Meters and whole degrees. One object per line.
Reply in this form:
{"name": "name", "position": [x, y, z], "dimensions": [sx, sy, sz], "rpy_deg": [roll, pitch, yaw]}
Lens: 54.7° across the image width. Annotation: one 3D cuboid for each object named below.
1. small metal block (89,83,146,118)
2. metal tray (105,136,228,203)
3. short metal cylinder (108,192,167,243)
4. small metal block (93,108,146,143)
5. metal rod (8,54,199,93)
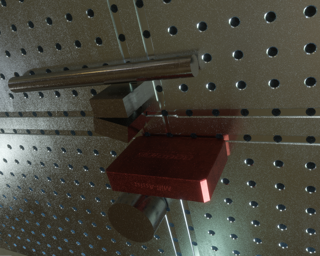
{"name": "small metal block", "position": [-0.053, -0.036, 0.400], "dimensions": [0.050, 0.050, 0.025], "rpy_deg": [1, 119, 27]}
{"name": "metal tray", "position": [0.010, 0.046, 0.391], "dimensions": [0.130, 0.090, 0.030], "rpy_deg": [1, 119, 27]}
{"name": "short metal cylinder", "position": [-0.035, 0.135, 0.495], "dimensions": [0.080, 0.050, 0.079], "rpy_deg": [13, 124, 20]}
{"name": "small metal block", "position": [-0.053, -0.009, 0.416], "dimensions": [0.050, 0.050, 0.025], "rpy_deg": [16, 125, 19]}
{"name": "metal rod", "position": [-0.094, -0.069, 0.416], "dimensions": [0.300, 0.025, 0.025], "rpy_deg": [0, 118, 28]}
